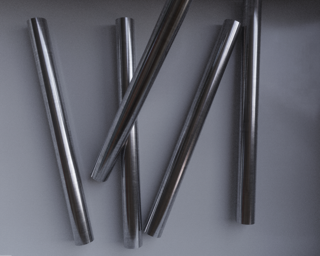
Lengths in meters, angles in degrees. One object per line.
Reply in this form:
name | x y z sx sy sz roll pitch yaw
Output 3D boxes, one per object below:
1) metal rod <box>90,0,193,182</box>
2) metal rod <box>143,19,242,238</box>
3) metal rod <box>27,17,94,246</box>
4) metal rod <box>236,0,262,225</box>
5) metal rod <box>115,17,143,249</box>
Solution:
metal rod | -0.018 -0.058 0.353 0.025 0.025 0.298 27 114 -1
metal rod | 0.043 0.000 0.411 0.025 0.025 0.299 21 90 -1
metal rod | -0.131 0.005 0.409 0.025 0.025 0.298 -12 90 0
metal rod | 0.118 -0.024 0.412 0.025 0.025 0.298 2 90 -1
metal rod | -0.041 0.007 0.410 0.025 0.025 0.298 -2 90 -1
